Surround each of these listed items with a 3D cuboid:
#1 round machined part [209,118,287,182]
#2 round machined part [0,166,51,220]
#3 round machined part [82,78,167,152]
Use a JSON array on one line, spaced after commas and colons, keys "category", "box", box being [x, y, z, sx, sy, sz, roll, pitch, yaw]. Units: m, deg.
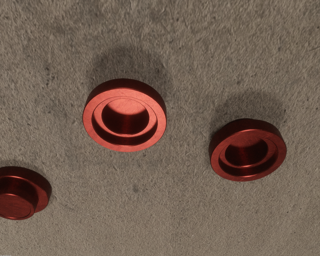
[{"category": "round machined part", "box": [0.115, 0.025, 0.420, 0.099, 0.042, 0.097, -1, 130, 0]}, {"category": "round machined part", "box": [-0.225, 0.108, 0.485, 0.099, 0.042, 0.097, -1, 130, 0]}, {"category": "round machined part", "box": [-0.041, -0.019, 0.379, 0.099, 0.042, 0.097, -1, 130, 0]}]
